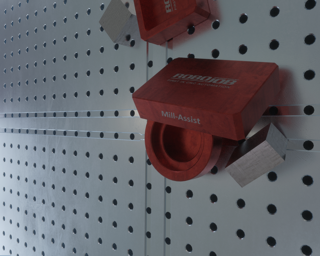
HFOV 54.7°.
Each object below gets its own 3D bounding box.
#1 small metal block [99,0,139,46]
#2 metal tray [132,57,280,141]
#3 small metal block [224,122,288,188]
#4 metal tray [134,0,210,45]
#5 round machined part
[{"bbox_3d":[-0.058,-0.159,0.457,0.050,0.025,0.050,-49,61,28],"label":"small metal block"},{"bbox_3d":[0.046,-0.038,0.329,0.130,0.090,0.030,14,137,39],"label":"metal tray"},{"bbox_3d":[0.097,0.026,0.309,0.025,0.050,0.050,48,121,1],"label":"small metal block"},{"bbox_3d":[0.006,-0.186,0.400,0.090,0.030,0.129,-18,79,38],"label":"metal tray"},{"bbox_3d":[0.032,0.012,0.372,0.098,0.042,0.097,0,90,40],"label":"round machined part"}]
